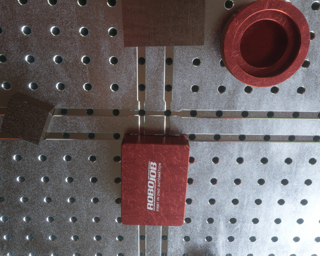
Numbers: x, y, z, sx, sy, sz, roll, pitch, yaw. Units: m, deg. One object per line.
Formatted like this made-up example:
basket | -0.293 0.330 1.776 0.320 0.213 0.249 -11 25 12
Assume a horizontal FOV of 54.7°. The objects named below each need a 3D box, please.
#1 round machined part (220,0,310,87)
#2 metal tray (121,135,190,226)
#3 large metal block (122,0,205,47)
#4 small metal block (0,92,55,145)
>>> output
round machined part | 0.120 -0.101 0.369 0.099 0.042 0.097 0 110 -1
metal tray | -0.008 0.076 0.439 0.091 0.030 0.129 2 110 -2
large metal block | 0.004 -0.119 0.340 0.081 0.080 0.050 -1 110 0
small metal block | -0.173 -0.013 0.406 0.050 0.025 0.050 22 108 -9
